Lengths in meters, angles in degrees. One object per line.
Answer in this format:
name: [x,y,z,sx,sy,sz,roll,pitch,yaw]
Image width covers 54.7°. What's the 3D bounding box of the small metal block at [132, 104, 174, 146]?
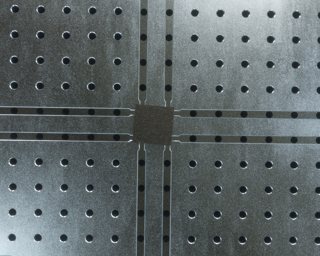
small metal block: [-0.009,-0.004,0.413,0.050,0.025,0.050,5,90,-1]
